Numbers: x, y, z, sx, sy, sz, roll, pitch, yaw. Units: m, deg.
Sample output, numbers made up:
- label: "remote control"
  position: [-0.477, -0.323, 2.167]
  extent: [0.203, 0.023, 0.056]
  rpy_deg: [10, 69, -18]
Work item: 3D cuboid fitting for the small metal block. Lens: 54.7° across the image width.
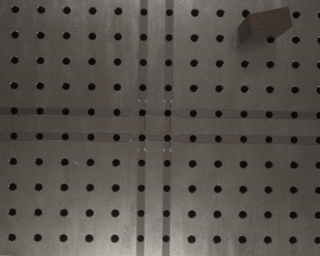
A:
- label: "small metal block"
  position: [0.135, -0.131, 0.403]
  extent: [0.050, 0.050, 0.025]
  rpy_deg: [-11, 90, 0]
